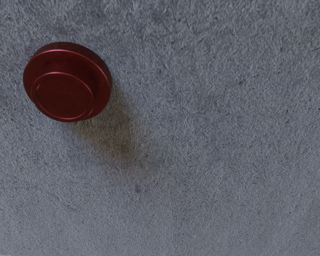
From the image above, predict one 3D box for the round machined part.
[{"bbox_3d":[-0.107,-0.045,0.357,0.099,0.042,0.097,0,130,0],"label":"round machined part"}]
